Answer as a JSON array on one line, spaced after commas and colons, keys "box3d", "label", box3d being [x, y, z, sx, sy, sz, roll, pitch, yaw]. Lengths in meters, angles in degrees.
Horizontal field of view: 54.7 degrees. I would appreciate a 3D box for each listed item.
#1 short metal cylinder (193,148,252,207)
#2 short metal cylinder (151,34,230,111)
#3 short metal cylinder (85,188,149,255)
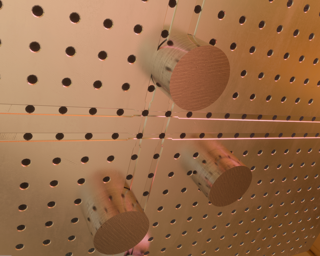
[{"box3d": [0.100, 0.080, 0.502, 0.081, 0.050, 0.079, -14, 124, -21], "label": "short metal cylinder"}, {"box3d": [0.036, -0.067, 0.375, 0.081, 0.050, 0.079, -14, 125, -21], "label": "short metal cylinder"}, {"box3d": [-0.062, 0.133, 0.445, 0.081, 0.050, 0.079, -14, 125, -21], "label": "short metal cylinder"}]
